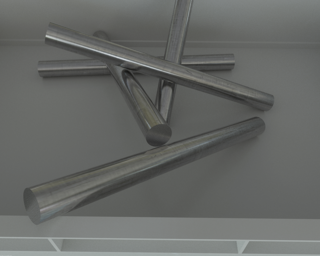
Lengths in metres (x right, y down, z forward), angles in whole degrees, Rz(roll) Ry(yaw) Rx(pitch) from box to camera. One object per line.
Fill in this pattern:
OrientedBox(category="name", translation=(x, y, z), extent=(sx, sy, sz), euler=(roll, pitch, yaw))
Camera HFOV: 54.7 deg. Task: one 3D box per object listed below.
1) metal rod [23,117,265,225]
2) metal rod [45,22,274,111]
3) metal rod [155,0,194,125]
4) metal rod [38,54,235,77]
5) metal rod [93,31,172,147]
OrientedBox(category="metal rod", translation=(0.022, 0.024, 0.306), extent=(0.302, 0.025, 0.025), euler=(-14, 47, -44))
OrientedBox(category="metal rod", translation=(0.014, -0.071, 0.392), extent=(0.302, 0.025, 0.025), euler=(14, 48, -18))
OrientedBox(category="metal rod", translation=(0.028, -0.149, 0.429), extent=(0.025, 0.025, 0.299), euler=(10, 83, 8))
OrientedBox(category="metal rod", translation=(-0.035, -0.099, 0.487), extent=(0.302, 0.025, 0.025), euler=(-3, 50, -3))
OrientedBox(category="metal rod", translation=(-0.051, -0.072, 0.402), extent=(0.025, 0.025, 0.300), euler=(-16, 37, -13))
